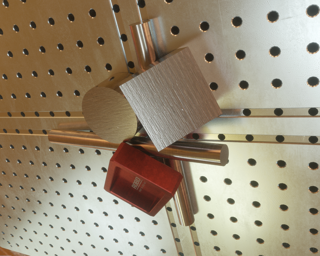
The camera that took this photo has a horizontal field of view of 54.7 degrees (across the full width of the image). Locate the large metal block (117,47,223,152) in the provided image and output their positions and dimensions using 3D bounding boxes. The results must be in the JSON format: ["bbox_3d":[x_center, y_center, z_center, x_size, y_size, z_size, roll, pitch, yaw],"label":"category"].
[{"bbox_3d":[0.009,-0.033,0.344,0.080,0.050,0.080,-31,105,-3],"label":"large metal block"}]

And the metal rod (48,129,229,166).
[{"bbox_3d":[-0.052,0.022,0.431,0.300,0.025,0.025,4,121,34],"label":"metal rod"}]

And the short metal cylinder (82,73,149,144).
[{"bbox_3d":[-0.054,-0.026,0.407,0.080,0.050,0.079,13,124,21],"label":"short metal cylinder"}]

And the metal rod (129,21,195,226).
[{"bbox_3d":[0.009,0.012,0.414,0.025,0.025,0.298,1,119,28],"label":"metal rod"}]

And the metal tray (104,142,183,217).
[{"bbox_3d":[-0.029,0.078,0.438,0.090,0.030,0.129,29,149,2],"label":"metal tray"}]
